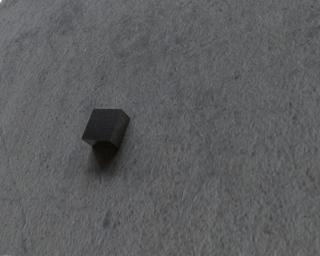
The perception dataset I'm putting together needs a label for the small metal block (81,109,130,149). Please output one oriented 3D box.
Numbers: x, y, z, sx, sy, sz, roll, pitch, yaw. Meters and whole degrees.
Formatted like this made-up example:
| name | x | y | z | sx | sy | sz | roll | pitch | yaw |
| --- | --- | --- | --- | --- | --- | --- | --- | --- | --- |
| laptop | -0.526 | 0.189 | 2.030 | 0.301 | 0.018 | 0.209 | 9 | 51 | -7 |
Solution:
| name | x | y | z | sx | sy | sz | roll | pitch | yaw |
| --- | --- | --- | --- | --- | --- | --- | --- | --- | --- |
| small metal block | -0.077 | 0.000 | 0.442 | 0.050 | 0.025 | 0.050 | 2 | 63 | 29 |
